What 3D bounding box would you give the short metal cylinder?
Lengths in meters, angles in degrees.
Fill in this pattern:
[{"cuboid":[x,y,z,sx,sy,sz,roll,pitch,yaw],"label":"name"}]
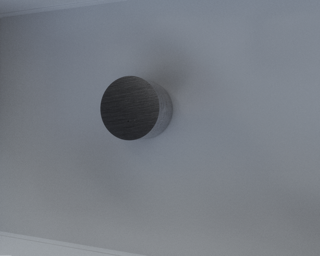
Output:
[{"cuboid":[-0.030,-0.025,0.406,0.080,0.050,0.080,0,90,20],"label":"short metal cylinder"}]
